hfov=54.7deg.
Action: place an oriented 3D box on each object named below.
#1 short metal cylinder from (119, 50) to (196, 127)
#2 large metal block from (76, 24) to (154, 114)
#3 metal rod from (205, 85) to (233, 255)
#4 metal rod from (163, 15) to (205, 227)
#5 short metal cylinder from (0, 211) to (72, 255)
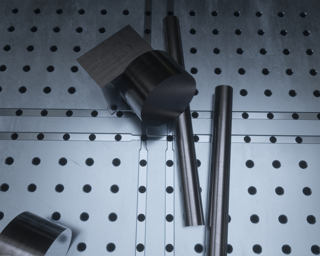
[{"bbox_3d":[-0.003,-0.048,0.382,0.080,0.080,0.050,-34,59,-11],"label":"short metal cylinder"},{"bbox_3d":[-0.053,-0.074,0.409,0.080,0.080,0.050,-38,75,-13],"label":"large metal block"},{"bbox_3d":[0.072,0.085,0.380,0.025,0.025,0.299,6,70,2],"label":"metal rod"},{"bbox_3d":[0.029,-0.023,0.420,0.025,0.025,0.299,-4,70,-2],"label":"metal rod"},{"bbox_3d":[-0.139,0.137,0.331,0.050,0.080,0.080,21,71,7],"label":"short metal cylinder"}]
